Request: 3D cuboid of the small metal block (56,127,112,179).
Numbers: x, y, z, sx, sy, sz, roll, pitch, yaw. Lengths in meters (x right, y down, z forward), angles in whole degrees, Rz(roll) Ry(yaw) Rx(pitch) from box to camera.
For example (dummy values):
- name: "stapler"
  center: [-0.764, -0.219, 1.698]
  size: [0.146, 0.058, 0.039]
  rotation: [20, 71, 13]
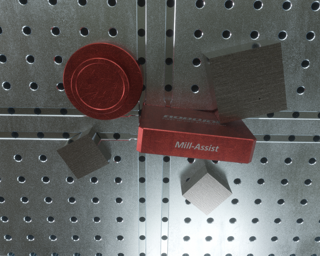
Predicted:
- name: "small metal block"
  center: [-0.103, 0.035, 0.425]
  size: [0.050, 0.025, 0.050]
  rotation: [-27, 108, 9]

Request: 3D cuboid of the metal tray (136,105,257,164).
- name: "metal tray"
  center: [0.040, 0.005, 0.381]
  size: [0.131, 0.090, 0.030]
  rotation: [6, 110, -3]

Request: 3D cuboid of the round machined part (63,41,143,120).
- name: "round machined part"
  center: [-0.071, -0.055, 0.383]
  size: [0.099, 0.042, 0.097]
  rotation: [0, 110, -1]

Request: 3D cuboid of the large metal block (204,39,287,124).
- name: "large metal block"
  center: [0.103, -0.058, 0.380]
  size: [0.080, 0.050, 0.079]
  rotation: [-12, 110, 4]

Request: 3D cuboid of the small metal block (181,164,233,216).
- name: "small metal block"
  center: [0.067, 0.090, 0.448]
  size: [0.050, 0.025, 0.050]
  rotation: [41, 105, -14]
